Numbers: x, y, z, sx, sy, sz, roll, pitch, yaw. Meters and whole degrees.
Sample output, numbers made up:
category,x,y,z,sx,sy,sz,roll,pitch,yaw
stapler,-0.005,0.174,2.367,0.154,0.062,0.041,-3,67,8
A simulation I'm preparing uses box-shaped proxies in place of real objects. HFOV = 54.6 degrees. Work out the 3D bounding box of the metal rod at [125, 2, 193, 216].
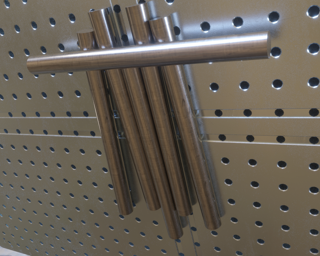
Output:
category,x,y,z,sx,sy,sz,roll,pitch,yaw
metal rod,0.006,-0.005,0.407,0.025,0.025,0.298,1,119,28

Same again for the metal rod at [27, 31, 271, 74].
category,x,y,z,sx,sy,sz,roll,pitch,yaw
metal rod,-0.035,-0.080,0.348,0.300,0.025,0.025,2,119,27

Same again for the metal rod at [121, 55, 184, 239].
category,x,y,z,sx,sy,sz,roll,pitch,yaw
metal rod,-0.006,0.041,0.440,0.025,0.025,0.298,1,119,28

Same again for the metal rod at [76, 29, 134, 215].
category,x,y,z,sx,sy,sz,roll,pitch,yaw
metal rod,-0.074,0.009,0.455,0.025,0.025,0.298,7,122,25

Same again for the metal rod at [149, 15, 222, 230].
category,x,y,z,sx,sy,sz,roll,pitch,yaw
metal rod,0.039,0.011,0.398,0.025,0.025,0.299,-3,117,29

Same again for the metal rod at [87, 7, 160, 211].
category,x,y,z,sx,sy,sz,roll,pitch,yaw
metal rod,-0.041,-0.008,0.429,0.025,0.025,0.298,1,119,28
